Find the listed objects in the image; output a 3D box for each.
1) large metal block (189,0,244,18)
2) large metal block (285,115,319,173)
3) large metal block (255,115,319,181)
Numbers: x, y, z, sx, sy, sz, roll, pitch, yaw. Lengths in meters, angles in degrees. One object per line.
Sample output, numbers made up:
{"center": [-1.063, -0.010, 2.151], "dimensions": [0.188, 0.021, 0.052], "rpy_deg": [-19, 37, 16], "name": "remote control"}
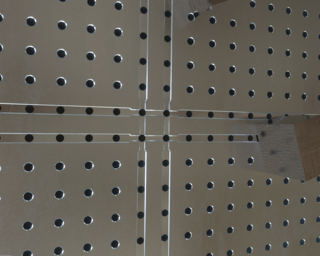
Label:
{"center": [0.079, -0.210, 0.430], "dimensions": [0.081, 0.050, 0.080], "rpy_deg": [-25, 99, -19], "name": "large metal block"}
{"center": [0.249, 0.023, 0.478], "dimensions": [0.050, 0.080, 0.080], "rpy_deg": [-15, 95, -20], "name": "large metal block"}
{"center": [0.195, 0.026, 0.457], "dimensions": [0.050, 0.080, 0.080], "rpy_deg": [-17, 96, -20], "name": "large metal block"}
